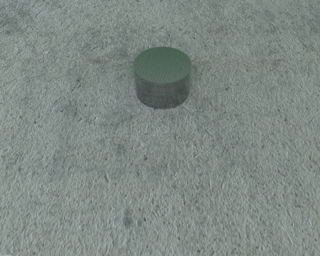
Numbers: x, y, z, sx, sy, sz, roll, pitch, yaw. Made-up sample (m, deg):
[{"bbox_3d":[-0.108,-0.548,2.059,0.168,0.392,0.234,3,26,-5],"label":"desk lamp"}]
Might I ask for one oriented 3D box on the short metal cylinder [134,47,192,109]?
[{"bbox_3d":[0.004,-0.073,0.449,0.080,0.050,0.080,0,50,0],"label":"short metal cylinder"}]
